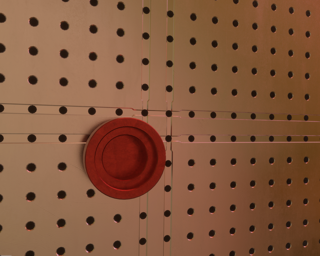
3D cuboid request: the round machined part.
[{"bbox_3d":[-0.046,0.036,0.387,0.099,0.042,0.097,0,90,-20],"label":"round machined part"}]
